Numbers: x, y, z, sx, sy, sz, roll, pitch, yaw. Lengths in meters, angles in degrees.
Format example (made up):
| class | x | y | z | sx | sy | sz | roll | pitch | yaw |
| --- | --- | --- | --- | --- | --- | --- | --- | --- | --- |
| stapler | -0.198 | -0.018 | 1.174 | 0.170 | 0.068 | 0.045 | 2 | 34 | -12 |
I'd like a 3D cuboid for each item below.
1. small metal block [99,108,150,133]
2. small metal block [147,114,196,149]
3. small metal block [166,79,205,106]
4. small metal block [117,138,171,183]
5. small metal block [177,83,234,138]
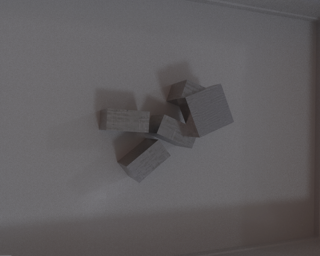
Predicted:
| class | x | y | z | sx | sy | sz | roll | pitch | yaw |
| --- | --- | --- | --- | --- | --- | --- | --- | --- | --- |
| small metal block | -0.045 | -0.009 | 0.381 | 0.050 | 0.050 | 0.025 | 4 | 89 | -20 |
| small metal block | 0.014 | 0.004 | 0.402 | 0.050 | 0.050 | 0.025 | 24 | 83 | -19 |
| small metal block | 0.043 | -0.040 | 0.413 | 0.050 | 0.050 | 0.025 | 21 | 83 | -19 |
| small metal block | -0.021 | 0.039 | 0.389 | 0.050 | 0.050 | 0.025 | -40 | 103 | -16 |
| small metal block | 0.055 | -0.021 | 0.378 | 0.050 | 0.025 | 0.050 | -23 | 98 | -19 |
